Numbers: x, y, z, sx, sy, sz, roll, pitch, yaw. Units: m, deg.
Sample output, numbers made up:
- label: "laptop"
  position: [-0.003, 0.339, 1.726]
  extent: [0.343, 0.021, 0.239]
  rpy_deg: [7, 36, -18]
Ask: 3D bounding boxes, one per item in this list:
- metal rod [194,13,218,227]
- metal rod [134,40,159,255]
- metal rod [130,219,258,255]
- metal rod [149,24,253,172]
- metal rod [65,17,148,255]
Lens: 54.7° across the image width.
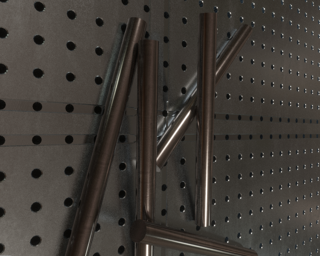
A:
- label: "metal rod"
  position: [0.063, -0.003, 0.435]
  extent: [0.025, 0.025, 0.298]
  rpy_deg: [-11, 106, -40]
- label: "metal rod"
  position: [-0.017, 0.046, 0.380]
  extent: [0.025, 0.025, 0.298]
  rpy_deg: [-3, 97, -40]
- label: "metal rod"
  position: [0.069, 0.171, 0.446]
  extent: [0.301, 0.025, 0.025]
  rpy_deg: [32, 70, -43]
- label: "metal rod"
  position: [0.069, -0.060, 0.469]
  extent: [0.025, 0.025, 0.301]
  rpy_deg: [51, 60, -28]
- label: "metal rod"
  position: [-0.061, 0.012, 0.359]
  extent: [0.025, 0.025, 0.299]
  rpy_deg: [22, 76, -38]
